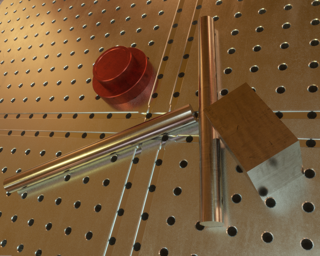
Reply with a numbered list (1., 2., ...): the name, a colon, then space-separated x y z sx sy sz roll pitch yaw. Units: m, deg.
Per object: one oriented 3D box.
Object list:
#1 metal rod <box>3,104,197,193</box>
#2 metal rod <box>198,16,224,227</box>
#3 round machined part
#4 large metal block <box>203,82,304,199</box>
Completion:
1. metal rod: -0.093 0.034 0.434 0.301 0.025 0.025 -22 54 14
2. metal rod: 0.061 -0.030 0.393 0.025 0.025 0.299 -10 57 22
3. round machined part: -0.065 -0.089 0.485 0.098 0.042 0.098 -13 56 20
4. large metal block: 0.095 0.015 0.313 0.050 0.080 0.080 -33 52 6
